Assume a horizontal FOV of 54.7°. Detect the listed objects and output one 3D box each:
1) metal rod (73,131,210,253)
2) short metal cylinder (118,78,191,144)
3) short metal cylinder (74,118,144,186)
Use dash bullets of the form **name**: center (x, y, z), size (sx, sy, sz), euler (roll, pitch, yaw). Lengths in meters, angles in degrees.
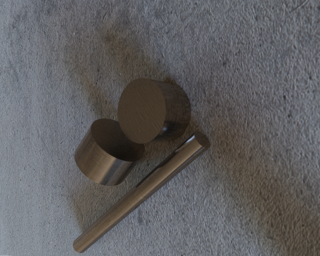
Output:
- **metal rod**: center (-0.042, 0.105, 0.439), size (0.299, 0.025, 0.025), euler (-45, 63, 30)
- **short metal cylinder**: center (-0.008, -0.021, 0.395), size (0.080, 0.050, 0.079), euler (0, 90, 40)
- **short metal cylinder**: center (-0.069, 0.032, 0.426), size (0.080, 0.081, 0.050), euler (52, 121, 27)
